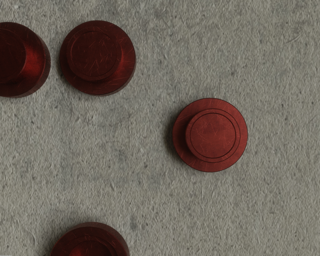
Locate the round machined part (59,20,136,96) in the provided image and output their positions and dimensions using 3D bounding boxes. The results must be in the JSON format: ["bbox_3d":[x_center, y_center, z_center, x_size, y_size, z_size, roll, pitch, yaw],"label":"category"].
[{"bbox_3d":[-0.081,-0.091,0.401,0.099,0.042,0.097,0,90,0],"label":"round machined part"}]

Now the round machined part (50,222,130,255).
[{"bbox_3d":[-0.088,0.170,0.401,0.099,0.042,0.097,0,90,0],"label":"round machined part"}]

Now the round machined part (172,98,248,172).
[{"bbox_3d":[0.066,0.009,0.402,0.099,0.042,0.097,0,90,0],"label":"round machined part"}]

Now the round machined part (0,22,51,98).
[{"bbox_3d":[-0.197,-0.089,0.400,0.099,0.042,0.097,0,90,0],"label":"round machined part"}]
